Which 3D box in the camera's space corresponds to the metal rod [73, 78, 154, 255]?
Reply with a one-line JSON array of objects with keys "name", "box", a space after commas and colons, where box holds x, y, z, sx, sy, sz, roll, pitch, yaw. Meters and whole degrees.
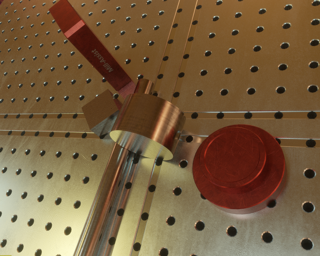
[{"name": "metal rod", "box": [-0.062, 0.066, 0.398, 0.025, 0.025, 0.300, 4, 63, 29]}]

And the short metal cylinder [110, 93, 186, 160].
[{"name": "short metal cylinder", "box": [-0.014, 0.000, 0.379, 0.080, 0.080, 0.050, 7, 66, 31]}]

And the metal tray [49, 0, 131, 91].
[{"name": "metal tray", "box": [-0.102, -0.123, 0.468, 0.030, 0.130, 0.090, -39, 51, 2]}]

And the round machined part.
[{"name": "round machined part", "box": [0.081, 0.038, 0.331, 0.098, 0.042, 0.098, -13, 56, 20]}]

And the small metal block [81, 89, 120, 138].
[{"name": "small metal block", "box": [-0.084, -0.023, 0.464, 0.050, 0.025, 0.050, -35, 52, 5]}]
